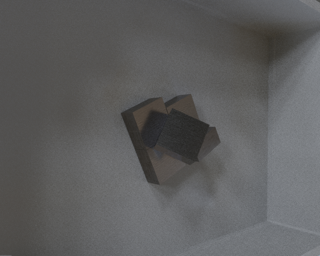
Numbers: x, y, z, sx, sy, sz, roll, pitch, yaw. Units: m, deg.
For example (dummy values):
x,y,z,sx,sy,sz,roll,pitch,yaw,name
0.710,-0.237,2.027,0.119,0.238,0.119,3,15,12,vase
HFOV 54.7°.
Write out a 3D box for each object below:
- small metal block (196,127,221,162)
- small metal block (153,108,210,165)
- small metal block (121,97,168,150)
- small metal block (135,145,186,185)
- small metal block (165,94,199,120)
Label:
x,y,z,sx,sy,sz,roll,pitch,yaw,name
0.047,0.021,0.429,0.050,0.050,0.025,-35,112,-35,small metal block
0.026,0.011,0.380,0.050,0.025,0.050,24,71,-2,small metal block
-0.015,-0.006,0.394,0.050,0.025,0.050,-31,110,-36,small metal block
0.001,0.039,0.408,0.050,0.025,0.050,-31,110,-36,small metal block
0.025,-0.014,0.428,0.050,0.025,0.050,-31,110,-36,small metal block
